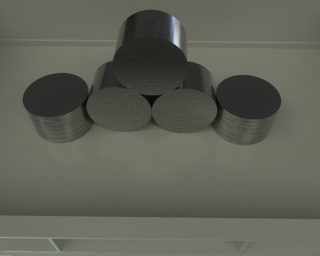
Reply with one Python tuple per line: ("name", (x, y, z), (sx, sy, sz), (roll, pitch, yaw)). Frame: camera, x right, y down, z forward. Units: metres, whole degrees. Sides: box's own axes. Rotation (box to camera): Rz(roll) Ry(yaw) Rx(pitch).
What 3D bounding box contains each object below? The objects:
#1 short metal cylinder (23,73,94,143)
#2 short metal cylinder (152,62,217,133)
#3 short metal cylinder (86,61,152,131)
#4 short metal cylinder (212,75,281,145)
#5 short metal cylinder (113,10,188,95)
("short metal cylinder", (-0.131, -0.027, 0.409), (0.080, 0.050, 0.080), (0, 50, 0))
("short metal cylinder", (0.031, -0.038, 0.399), (0.080, 0.080, 0.050), (1, 50, 1))
("short metal cylinder", (-0.050, -0.040, 0.400), (0.080, 0.080, 0.050), (1, 50, 1))
("short metal cylinder", (0.111, -0.025, 0.408), (0.080, 0.050, 0.080), (0, 50, 0))
("short metal cylinder", (-0.010, -0.083, 0.347), (0.080, 0.080, 0.050), (1, 50, 1))
